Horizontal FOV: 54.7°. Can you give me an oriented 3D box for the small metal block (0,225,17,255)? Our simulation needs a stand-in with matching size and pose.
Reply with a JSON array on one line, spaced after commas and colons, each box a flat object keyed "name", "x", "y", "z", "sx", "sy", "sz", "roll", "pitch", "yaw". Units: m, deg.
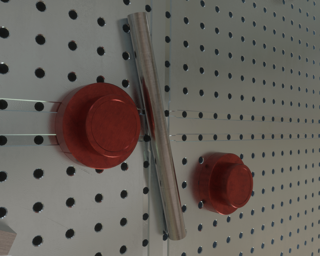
[{"name": "small metal block", "x": -0.164, "y": 0.109, "z": 0.272, "sx": 0.050, "sy": 0.025, "sz": 0.050, "roll": 31, "pitch": 71, "yaw": -36}]

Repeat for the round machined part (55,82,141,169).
[{"name": "round machined part", "x": -0.061, "y": -0.002, "z": 0.347, "sx": 0.099, "sy": 0.042, "sz": 0.097, "roll": 0, "pitch": 90, "yaw": -40}]

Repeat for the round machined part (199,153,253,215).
[{"name": "round machined part", "x": 0.111, "y": 0.089, "z": 0.491, "sx": 0.099, "sy": 0.042, "sz": 0.097, "roll": 0, "pitch": 90, "yaw": -40}]

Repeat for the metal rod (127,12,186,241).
[{"name": "metal rod", "x": -0.002, "y": 0.004, "z": 0.407, "sx": 0.025, "sy": 0.025, "sz": 0.298, "roll": -17, "pitch": 101, "yaw": -39}]
